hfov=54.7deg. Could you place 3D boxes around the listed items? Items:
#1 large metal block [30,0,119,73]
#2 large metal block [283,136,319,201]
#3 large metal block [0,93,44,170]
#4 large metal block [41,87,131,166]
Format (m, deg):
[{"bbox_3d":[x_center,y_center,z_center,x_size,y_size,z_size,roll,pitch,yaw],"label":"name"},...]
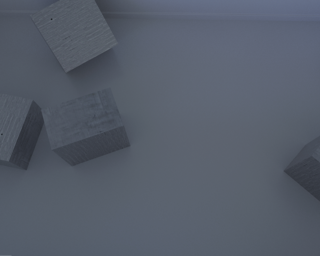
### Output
[{"bbox_3d":[-0.116,-0.131,0.423,0.080,0.050,0.080,-32,110,-11],"label":"large metal block"},{"bbox_3d":[0.207,0.052,0.363,0.080,0.080,0.050,42,75,13],"label":"large metal block"},{"bbox_3d":[-0.204,0.002,0.394,0.080,0.050,0.080,11,70,4],"label":"large metal block"},{"bbox_3d":[-0.086,0.002,0.379,0.080,0.080,0.050,-19,71,-7],"label":"large metal block"}]
